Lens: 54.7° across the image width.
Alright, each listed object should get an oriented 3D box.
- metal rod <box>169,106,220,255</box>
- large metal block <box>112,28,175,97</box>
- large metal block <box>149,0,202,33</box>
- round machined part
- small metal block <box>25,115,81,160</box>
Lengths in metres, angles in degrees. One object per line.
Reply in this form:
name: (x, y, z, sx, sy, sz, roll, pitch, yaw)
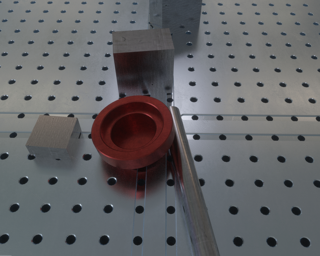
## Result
metal rod: (0.039, 0.092, 0.330, 0.025, 0.025, 0.300, -7, 50, -6)
large metal block: (-0.024, -0.094, 0.451, 0.081, 0.080, 0.050, -5, 50, -5)
large metal block: (0.028, -0.223, 0.560, 0.081, 0.080, 0.050, -22, 54, -17)
round machined part: (-0.031, 0.009, 0.383, 0.099, 0.042, 0.098, -5, 51, 6)
small metal block: (-0.135, 0.012, 0.397, 0.050, 0.025, 0.050, 4, 50, 3)
